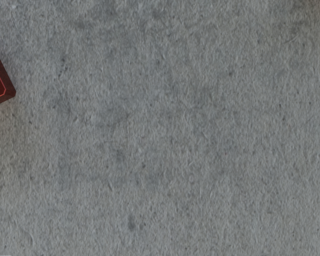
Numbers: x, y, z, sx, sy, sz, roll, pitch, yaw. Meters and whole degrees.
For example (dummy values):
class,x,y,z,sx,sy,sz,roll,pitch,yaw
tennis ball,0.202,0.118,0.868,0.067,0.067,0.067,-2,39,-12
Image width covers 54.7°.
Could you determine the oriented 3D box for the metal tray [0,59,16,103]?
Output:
class,x,y,z,sx,sy,sz,roll,pitch,yaw
metal tray,-0.271,-0.056,0.404,0.131,0.030,0.090,-26,90,-1
